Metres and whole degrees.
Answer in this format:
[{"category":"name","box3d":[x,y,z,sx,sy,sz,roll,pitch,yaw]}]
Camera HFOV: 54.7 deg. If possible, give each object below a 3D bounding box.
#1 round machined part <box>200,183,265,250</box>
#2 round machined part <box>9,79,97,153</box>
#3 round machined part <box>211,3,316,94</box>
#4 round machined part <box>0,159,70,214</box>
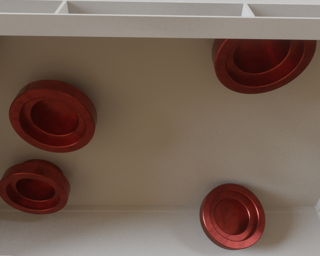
[{"category":"round machined part","box3d":[0.110,0.140,0.488,0.099,0.098,0.042,7,154,-6]},{"category":"round machined part","box3d":[-0.127,-0.018,0.381,0.099,0.042,0.097,0,130,0]},{"category":"round machined part","box3d":[0.102,-0.084,0.319,0.099,0.042,0.097,-3,141,-2]},{"category":"round machined part","box3d":[-0.185,0.085,0.468,0.099,0.042,0.097,0,130,0]}]
